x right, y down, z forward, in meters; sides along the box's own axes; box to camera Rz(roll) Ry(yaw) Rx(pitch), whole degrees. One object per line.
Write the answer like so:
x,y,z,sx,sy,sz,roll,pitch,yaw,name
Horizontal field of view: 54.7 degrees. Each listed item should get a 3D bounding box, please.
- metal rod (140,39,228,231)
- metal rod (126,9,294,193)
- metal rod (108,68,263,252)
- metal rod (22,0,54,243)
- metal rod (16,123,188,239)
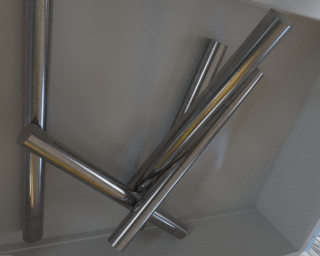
0.018,0.023,0.434,0.025,0.025,0.298,10,114,-33,metal rod
0.032,-0.001,0.356,0.025,0.025,0.298,9,136,-33,metal rod
0.039,0.034,0.412,0.300,0.025,0.025,-50,130,-9,metal rod
-0.137,0.010,0.340,0.025,0.025,0.298,-2,120,-28,metal rod
-0.050,0.086,0.402,0.025,0.025,0.300,-44,130,2,metal rod
